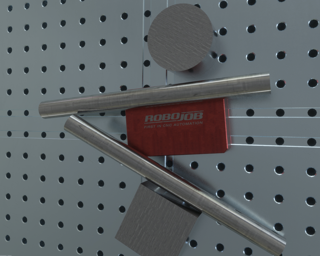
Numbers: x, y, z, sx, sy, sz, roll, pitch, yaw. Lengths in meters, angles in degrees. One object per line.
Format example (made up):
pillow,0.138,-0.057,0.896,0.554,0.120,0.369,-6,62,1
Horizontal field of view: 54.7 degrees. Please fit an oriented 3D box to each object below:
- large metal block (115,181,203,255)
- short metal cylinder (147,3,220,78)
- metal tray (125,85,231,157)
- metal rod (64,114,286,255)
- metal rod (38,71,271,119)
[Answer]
large metal block,0.002,0.122,0.399,0.080,0.050,0.080,28,99,17
short metal cylinder,0.031,-0.107,0.388,0.080,0.050,0.079,0,90,20
metal tray,0.021,-0.010,0.402,0.130,0.030,0.089,-5,88,19
metal rod,0.012,0.066,0.384,0.301,0.025,0.025,30,100,8
metal rod,-0.021,-0.037,0.387,0.301,0.025,0.025,-5,89,19
